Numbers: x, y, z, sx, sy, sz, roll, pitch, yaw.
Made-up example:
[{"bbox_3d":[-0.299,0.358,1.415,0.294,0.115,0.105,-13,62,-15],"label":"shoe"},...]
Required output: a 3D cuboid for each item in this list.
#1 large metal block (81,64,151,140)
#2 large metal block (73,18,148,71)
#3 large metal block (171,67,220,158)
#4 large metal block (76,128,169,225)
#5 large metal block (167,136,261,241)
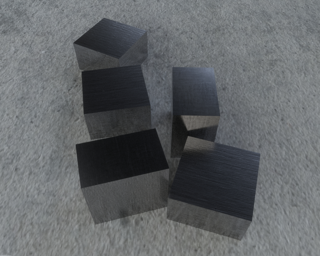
[{"bbox_3d":[-0.059,-0.036,0.417,0.081,0.050,0.080,-8,51,-8],"label":"large metal block"},{"bbox_3d":[-0.075,-0.123,0.489,0.080,0.050,0.080,22,53,17],"label":"large metal block"},{"bbox_3d":[0.039,-0.018,0.383,0.050,0.080,0.080,1,50,0],"label":"large metal block"},{"bbox_3d":[-0.037,0.052,0.323,0.081,0.080,0.050,-12,51,-10],"label":"large metal block"},{"bbox_3d":[0.058,0.063,0.335,0.080,0.050,0.080,14,51,11],"label":"large metal block"}]
